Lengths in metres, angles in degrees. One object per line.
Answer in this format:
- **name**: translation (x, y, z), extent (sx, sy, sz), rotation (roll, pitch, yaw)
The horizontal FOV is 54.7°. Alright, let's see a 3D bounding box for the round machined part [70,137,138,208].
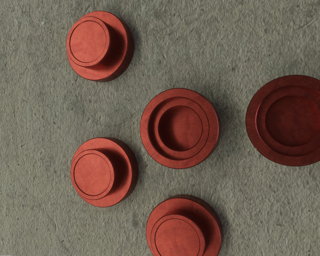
- **round machined part**: translation (-0.083, 0.062, 0.429), extent (0.098, 0.042, 0.097), rotation (0, 90, 20)

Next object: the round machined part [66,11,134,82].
- **round machined part**: translation (-0.090, -0.115, 0.432), extent (0.098, 0.042, 0.097), rotation (0, 90, 20)

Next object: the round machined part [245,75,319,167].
- **round machined part**: translation (0.148, -0.008, 0.347), extent (0.098, 0.042, 0.097), rotation (0, 90, 20)

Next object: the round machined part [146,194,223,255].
- **round machined part**: translation (0.027, 0.137, 0.390), extent (0.098, 0.042, 0.097), rotation (0, 90, 20)

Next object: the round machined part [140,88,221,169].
- **round machined part**: translation (0.028, 0.001, 0.390), extent (0.098, 0.042, 0.097), rotation (0, 90, 20)
